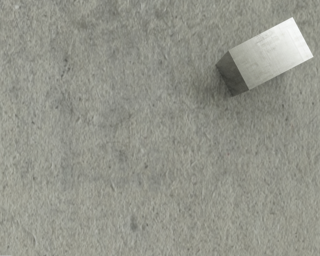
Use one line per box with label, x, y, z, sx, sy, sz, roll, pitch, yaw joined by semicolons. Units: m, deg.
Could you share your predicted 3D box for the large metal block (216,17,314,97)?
large metal block;0.123;-0.083;0.383;0.080;0.080;0.050;-28;90;0
